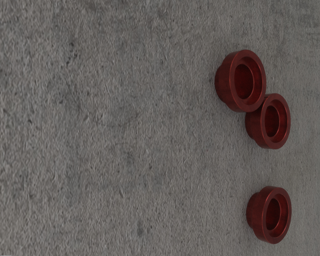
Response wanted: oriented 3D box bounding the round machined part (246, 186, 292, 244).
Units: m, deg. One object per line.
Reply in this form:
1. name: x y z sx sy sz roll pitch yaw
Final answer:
1. round machined part: 0.191 0.152 0.554 0.099 0.042 0.097 0 90 -40

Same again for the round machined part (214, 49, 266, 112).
1. round machined part: 0.126 -0.074 0.499 0.099 0.042 0.097 0 90 -40

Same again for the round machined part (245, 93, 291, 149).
1. round machined part: 0.188 -0.012 0.551 0.099 0.042 0.097 0 90 -40
